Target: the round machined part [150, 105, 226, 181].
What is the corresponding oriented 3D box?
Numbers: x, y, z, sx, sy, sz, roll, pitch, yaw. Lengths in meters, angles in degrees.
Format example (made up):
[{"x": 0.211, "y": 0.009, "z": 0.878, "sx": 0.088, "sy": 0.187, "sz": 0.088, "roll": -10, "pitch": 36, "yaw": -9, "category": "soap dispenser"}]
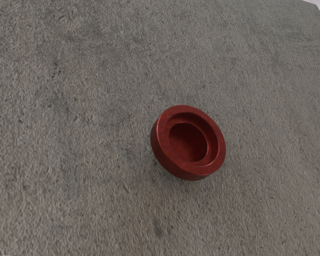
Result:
[{"x": 0.032, "y": 0.022, "z": 0.400, "sx": 0.099, "sy": 0.042, "sz": 0.098, "roll": 14, "pitch": 56, "yaw": -21, "category": "round machined part"}]
